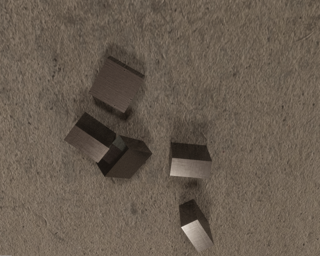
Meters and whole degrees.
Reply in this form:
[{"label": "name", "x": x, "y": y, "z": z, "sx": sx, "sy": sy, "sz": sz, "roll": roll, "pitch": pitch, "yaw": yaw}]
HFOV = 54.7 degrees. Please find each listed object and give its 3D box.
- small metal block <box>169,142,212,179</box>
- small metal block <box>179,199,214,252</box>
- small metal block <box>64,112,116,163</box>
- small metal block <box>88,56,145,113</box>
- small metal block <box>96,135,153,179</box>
[{"label": "small metal block", "x": 0.039, "y": 0.042, "z": 0.413, "sx": 0.050, "sy": 0.050, "sz": 0.025, "roll": 6, "pitch": 110, "yaw": -3}, {"label": "small metal block", "x": 0.052, "y": 0.140, "z": 0.449, "sx": 0.025, "sy": 0.050, "sz": 0.050, "roll": -29, "pitch": 108, "yaw": 10}, {"label": "small metal block", "x": -0.088, "y": 0.011, "z": 0.399, "sx": 0.050, "sy": 0.050, "sz": 0.025, "roll": 37, "pitch": 107, "yaw": -12}, {"label": "small metal block", "x": -0.054, "y": -0.055, "z": 0.389, "sx": 0.050, "sy": 0.025, "sz": 0.050, "roll": 29, "pitch": 107, "yaw": -11}, {"label": "small metal block", "x": -0.047, "y": 0.040, "z": 0.409, "sx": 0.050, "sy": 0.025, "sz": 0.050, "roll": -49, "pitch": 147, "yaw": 15}]
